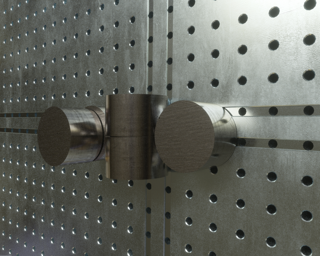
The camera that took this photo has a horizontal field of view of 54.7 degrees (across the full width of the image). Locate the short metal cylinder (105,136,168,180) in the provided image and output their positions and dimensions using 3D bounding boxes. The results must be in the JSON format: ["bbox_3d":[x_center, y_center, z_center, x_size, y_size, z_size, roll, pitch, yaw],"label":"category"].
[{"bbox_3d":[-0.030,0.036,0.398,0.080,0.081,0.050,-1,89,40],"label":"short metal cylinder"}]

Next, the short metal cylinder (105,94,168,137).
[{"bbox_3d":[-0.030,-0.016,0.399,0.080,0.081,0.050,1,92,40],"label":"short metal cylinder"}]

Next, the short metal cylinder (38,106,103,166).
[{"bbox_3d":[-0.125,0.011,0.429,0.080,0.050,0.079,0,90,40],"label":"short metal cylinder"}]

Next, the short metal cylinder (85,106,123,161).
[{"bbox_3d":[-0.082,0.008,0.461,0.080,0.050,0.079,0,90,39],"label":"short metal cylinder"}]

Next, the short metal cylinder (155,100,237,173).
[{"bbox_3d":[0.041,0.009,0.359,0.080,0.050,0.079,0,90,39],"label":"short metal cylinder"}]
